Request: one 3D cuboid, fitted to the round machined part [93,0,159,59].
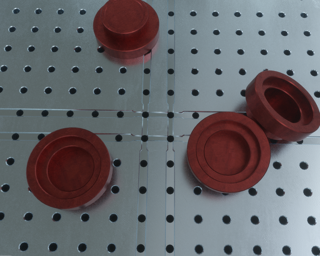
[{"bbox_3d":[-0.050,-0.156,0.459,0.099,0.042,0.098,0,70,0],"label":"round machined part"}]

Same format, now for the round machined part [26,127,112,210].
[{"bbox_3d":[-0.108,0.052,0.383,0.099,0.042,0.098,0,70,0],"label":"round machined part"}]

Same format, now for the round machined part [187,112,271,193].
[{"bbox_3d":[0.083,0.032,0.387,0.098,0.042,0.098,-1,76,4],"label":"round machined part"}]

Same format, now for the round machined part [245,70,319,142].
[{"bbox_3d":[0.151,-0.024,0.399,0.099,0.042,0.098,14,52,-18],"label":"round machined part"}]
